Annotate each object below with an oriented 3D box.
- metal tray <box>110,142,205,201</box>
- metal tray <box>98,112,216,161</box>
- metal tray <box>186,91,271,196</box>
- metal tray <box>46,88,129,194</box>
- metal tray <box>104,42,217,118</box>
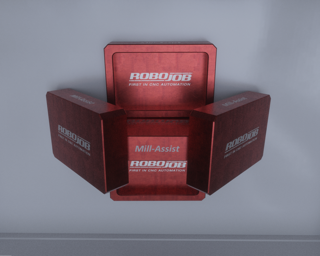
[{"bbox_3d":[-0.003,0.054,0.425,0.131,0.030,0.089,0,110,-1],"label":"metal tray"},{"bbox_3d":[-0.004,0.007,0.377,0.131,0.090,0.030,0,110,-1],"label":"metal tray"},{"bbox_3d":[0.084,0.012,0.365,0.030,0.131,0.089,18,116,39],"label":"metal tray"},{"bbox_3d":[-0.088,0.010,0.363,0.030,0.130,0.089,-17,116,-39],"label":"metal tray"},{"bbox_3d":[0.001,-0.060,0.384,0.131,0.030,0.089,0,111,-1],"label":"metal tray"}]
